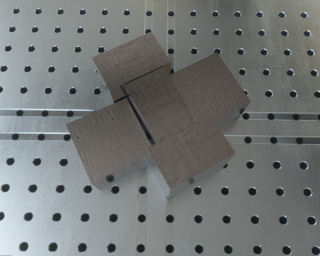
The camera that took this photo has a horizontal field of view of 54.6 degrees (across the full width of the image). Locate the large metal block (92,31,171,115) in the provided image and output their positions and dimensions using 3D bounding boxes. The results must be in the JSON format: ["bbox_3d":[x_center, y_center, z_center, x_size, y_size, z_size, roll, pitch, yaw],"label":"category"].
[{"bbox_3d":[-0.034,-0.067,0.406,0.080,0.080,0.050,-27,72,-9],"label":"large metal block"}]

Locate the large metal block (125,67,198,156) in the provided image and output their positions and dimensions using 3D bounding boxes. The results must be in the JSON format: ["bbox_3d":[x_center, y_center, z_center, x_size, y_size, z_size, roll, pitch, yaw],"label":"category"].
[{"bbox_3d":[0.001,-0.015,0.388,0.050,0.080,0.080,-27,72,-9],"label":"large metal block"}]

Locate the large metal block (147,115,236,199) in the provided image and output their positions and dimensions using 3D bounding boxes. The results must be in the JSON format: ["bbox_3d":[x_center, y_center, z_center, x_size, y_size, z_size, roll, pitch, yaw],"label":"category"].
[{"bbox_3d":[0.033,0.038,0.369,0.080,0.080,0.050,-27,72,-10],"label":"large metal block"}]

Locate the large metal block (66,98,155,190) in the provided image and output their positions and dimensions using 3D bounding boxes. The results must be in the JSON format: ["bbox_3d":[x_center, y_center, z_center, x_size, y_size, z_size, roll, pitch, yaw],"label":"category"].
[{"bbox_3d":[-0.060,0.021,0.392,0.080,0.050,0.080,-25,72,-9],"label":"large metal block"}]

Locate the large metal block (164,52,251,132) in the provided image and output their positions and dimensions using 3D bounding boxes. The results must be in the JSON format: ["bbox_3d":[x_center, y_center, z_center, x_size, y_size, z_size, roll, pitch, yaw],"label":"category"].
[{"bbox_3d":[0.058,-0.041,0.413,0.080,0.050,0.080,-27,74,-9],"label":"large metal block"}]
